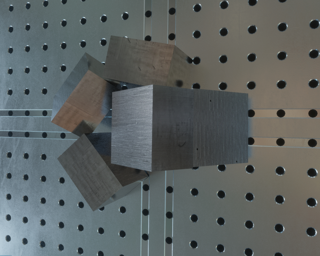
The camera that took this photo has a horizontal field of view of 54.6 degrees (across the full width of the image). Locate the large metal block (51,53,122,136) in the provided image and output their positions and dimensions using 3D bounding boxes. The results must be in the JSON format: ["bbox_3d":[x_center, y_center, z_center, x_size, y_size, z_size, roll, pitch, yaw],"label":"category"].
[{"bbox_3d":[-0.098,-0.044,0.412,0.050,0.080,0.080,32,105,-28],"label":"large metal block"}]

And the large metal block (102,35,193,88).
[{"bbox_3d":[-0.012,-0.075,0.388,0.080,0.080,0.050,14,95,20],"label":"large metal block"}]

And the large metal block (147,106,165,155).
[{"bbox_3d":[-0.009,-0.002,0.403,0.080,0.050,0.080,1,90,20],"label":"large metal block"}]

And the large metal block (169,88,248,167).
[{"bbox_3d":[0.054,0.000,0.356,0.050,0.081,0.080,-1,89,57],"label":"large metal block"}]

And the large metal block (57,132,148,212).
[{"bbox_3d":[-0.072,0.053,0.408,0.050,0.080,0.080,-41,78,15],"label":"large metal block"}]

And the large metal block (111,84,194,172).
[{"bbox_3d":[-0.010,0.000,0.329,0.080,0.050,0.080,0,89,54],"label":"large metal block"}]
